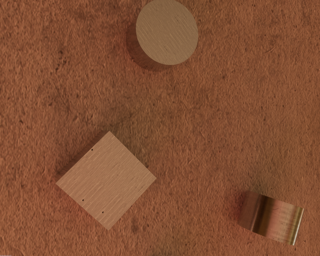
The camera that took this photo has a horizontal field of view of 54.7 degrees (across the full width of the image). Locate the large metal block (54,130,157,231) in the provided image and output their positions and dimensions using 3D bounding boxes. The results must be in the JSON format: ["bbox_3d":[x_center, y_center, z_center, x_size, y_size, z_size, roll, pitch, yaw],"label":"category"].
[{"bbox_3d":[-0.066,0.059,0.371,0.080,0.050,0.080,-46,105,-14],"label":"large metal block"}]

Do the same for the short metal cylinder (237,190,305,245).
[{"bbox_3d":[0.156,0.125,0.437,0.080,0.080,0.050,21,83,-19],"label":"short metal cylinder"}]

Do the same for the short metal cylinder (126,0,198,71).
[{"bbox_3d":[0.001,-0.116,0.396,0.081,0.050,0.079,0,90,-20],"label":"short metal cylinder"}]
